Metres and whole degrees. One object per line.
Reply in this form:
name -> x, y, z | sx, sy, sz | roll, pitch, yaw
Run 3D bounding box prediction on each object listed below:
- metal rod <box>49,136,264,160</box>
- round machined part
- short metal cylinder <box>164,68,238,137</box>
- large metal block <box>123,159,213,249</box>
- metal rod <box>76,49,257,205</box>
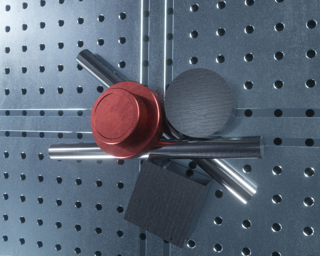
metal rod -> -0.024, 0.028, 0.400 | 0.300, 0.025, 0.025 | -3, 89, 26
round machined part -> -0.046, -0.012, 0.383 | 0.098, 0.042, 0.097 | -4, 79, 25
short metal cylinder -> 0.051, -0.029, 0.380 | 0.080, 0.050, 0.079 | 0, 90, 19
large metal block -> 0.011, 0.089, 0.392 | 0.080, 0.050, 0.080 | 21, 97, 18
metal rod -> -0.001, -0.011, 0.412 | 0.300, 0.025, 0.025 | 40, 103, 15
